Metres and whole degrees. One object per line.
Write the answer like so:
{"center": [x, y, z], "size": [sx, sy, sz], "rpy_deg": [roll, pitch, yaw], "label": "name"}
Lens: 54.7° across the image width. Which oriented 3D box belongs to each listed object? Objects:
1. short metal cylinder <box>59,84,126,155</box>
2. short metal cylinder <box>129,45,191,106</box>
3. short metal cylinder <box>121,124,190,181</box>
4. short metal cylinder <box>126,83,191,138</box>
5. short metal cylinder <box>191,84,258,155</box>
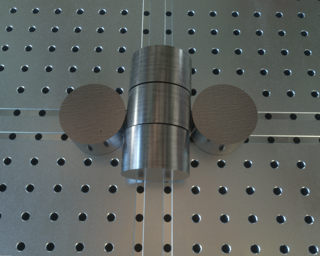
{"center": [-0.082, -0.010, 0.400], "size": [0.081, 0.050, 0.080], "rpy_deg": [0, 70, 0], "label": "short metal cylinder"}
{"center": [0.001, -0.064, 0.405], "size": [0.081, 0.080, 0.050], "rpy_deg": [2, 70, 0], "label": "short metal cylinder"}
{"center": [-0.005, 0.032, 0.370], "size": [0.081, 0.080, 0.050], "rpy_deg": [1, 70, 0], "label": "short metal cylinder"}
{"center": [-0.001, -0.016, 0.388], "size": [0.081, 0.080, 0.050], "rpy_deg": [2, 70, 0], "label": "short metal cylinder"}
{"center": [0.079, -0.010, 0.402], "size": [0.081, 0.050, 0.080], "rpy_deg": [0, 70, 0], "label": "short metal cylinder"}
